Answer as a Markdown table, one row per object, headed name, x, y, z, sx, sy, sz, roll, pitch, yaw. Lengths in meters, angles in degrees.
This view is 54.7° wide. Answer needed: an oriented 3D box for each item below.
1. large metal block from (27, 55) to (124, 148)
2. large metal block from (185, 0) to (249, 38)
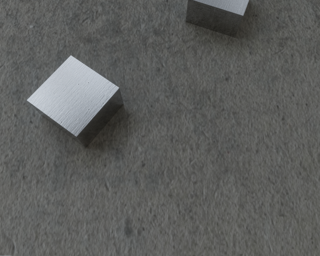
| name | x | y | z | sx | sy | sz | roll | pitch | yaw |
| --- | --- | --- | --- | --- | --- | --- | --- | --- | --- |
| large metal block | -0.107 | -0.034 | 0.406 | 0.080 | 0.050 | 0.080 | 35 | 73 | 11 |
| large metal block | 0.092 | -0.195 | 0.467 | 0.080 | 0.050 | 0.080 | 20 | 71 | 7 |
